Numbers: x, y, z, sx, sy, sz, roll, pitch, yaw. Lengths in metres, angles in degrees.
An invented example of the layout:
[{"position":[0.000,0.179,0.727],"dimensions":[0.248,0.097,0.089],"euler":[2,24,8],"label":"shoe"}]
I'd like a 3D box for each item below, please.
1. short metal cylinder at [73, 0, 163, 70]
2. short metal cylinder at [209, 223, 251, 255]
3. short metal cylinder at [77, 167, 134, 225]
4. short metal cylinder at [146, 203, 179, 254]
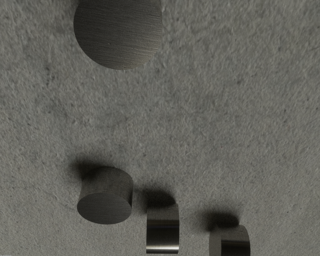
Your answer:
[{"position":[-0.038,-0.104,0.302],"dimensions":[0.081,0.050,0.079],"euler":[0,130,0],"label":"short metal cylinder"},{"position":[0.123,0.214,0.555],"dimensions":[0.050,0.080,0.079],"euler":[5,130,-5],"label":"short metal cylinder"},{"position":[-0.083,0.105,0.479],"dimensions":[0.081,0.050,0.079],"euler":[0,130,0],"label":"short metal cylinder"},{"position":[0.004,0.165,0.512],"dimensions":[0.050,0.080,0.079],"euler":[1,130,-2],"label":"short metal cylinder"}]
